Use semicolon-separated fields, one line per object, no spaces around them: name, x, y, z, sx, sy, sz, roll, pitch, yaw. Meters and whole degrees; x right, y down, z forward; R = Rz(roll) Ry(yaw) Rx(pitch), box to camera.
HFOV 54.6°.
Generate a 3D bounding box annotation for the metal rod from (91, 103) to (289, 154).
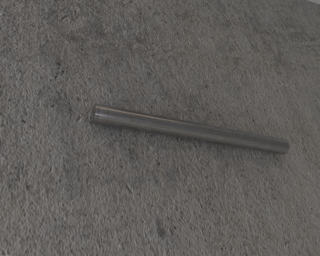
metal rod;0.057;0.006;0.430;0.302;0.025;0.025;10;58;-23
